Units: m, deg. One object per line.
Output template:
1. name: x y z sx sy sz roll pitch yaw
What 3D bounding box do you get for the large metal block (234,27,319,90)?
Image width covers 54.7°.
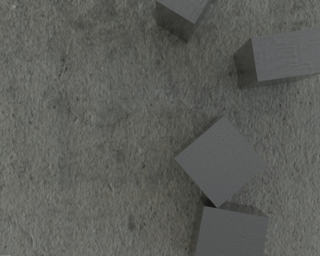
1. large metal block: 0.145 -0.082 0.384 0.081 0.080 0.050 -8 90 0

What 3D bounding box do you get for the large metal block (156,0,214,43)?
1. large metal block: 0.037 -0.162 0.383 0.050 0.080 0.080 32 90 -1

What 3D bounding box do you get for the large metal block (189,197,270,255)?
1. large metal block: 0.085 0.140 0.399 0.080 0.050 0.080 11 90 -1

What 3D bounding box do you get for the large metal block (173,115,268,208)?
1. large metal block: 0.073 0.041 0.399 0.080 0.050 0.080 -41 91 0
